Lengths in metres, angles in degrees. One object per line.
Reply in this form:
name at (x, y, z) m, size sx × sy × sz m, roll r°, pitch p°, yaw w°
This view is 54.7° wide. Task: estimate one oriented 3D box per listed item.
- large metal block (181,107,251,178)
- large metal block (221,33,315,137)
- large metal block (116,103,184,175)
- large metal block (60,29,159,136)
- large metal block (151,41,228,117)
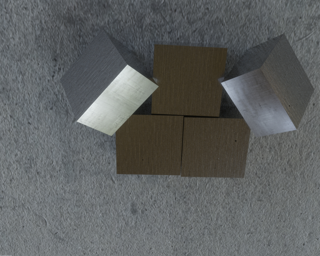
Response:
large metal block at (0.068, 0.017, 0.403) m, size 0.081 × 0.050 × 0.079 m, roll 1°, pitch 110°, yaw -1°
large metal block at (0.128, -0.048, 0.359) m, size 0.050 × 0.080 × 0.080 m, roll -17°, pitch 116°, yaw 49°
large metal block at (-0.014, 0.013, 0.402) m, size 0.081 × 0.050 × 0.079 m, roll 1°, pitch 110°, yaw -1°
large metal block at (-0.061, -0.052, 0.354) m, size 0.080 × 0.080 × 0.050 m, roll -45°, pitch 139°, yaw 14°
large metal block at (0.032, -0.061, 0.376) m, size 0.081 × 0.050 × 0.079 m, roll 3°, pitch 110°, yaw -2°
